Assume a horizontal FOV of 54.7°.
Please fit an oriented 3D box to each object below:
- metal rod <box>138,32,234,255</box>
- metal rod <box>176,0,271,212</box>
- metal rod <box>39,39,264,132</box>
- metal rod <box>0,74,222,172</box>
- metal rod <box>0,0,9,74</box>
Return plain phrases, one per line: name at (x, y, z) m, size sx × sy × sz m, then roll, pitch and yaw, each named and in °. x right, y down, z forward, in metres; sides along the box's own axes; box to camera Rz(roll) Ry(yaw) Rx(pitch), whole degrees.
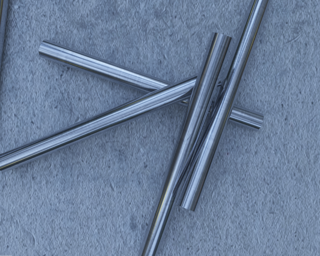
metal rod at (0.026, 0.036, 0.376) m, size 0.025 × 0.025 × 0.298 m, roll 18°, pitch 103°, yaw 0°
metal rod at (0.084, -0.044, 0.387) m, size 0.025 × 0.025 × 0.299 m, roll 21°, pitch 81°, yaw 0°
metal rod at (-0.011, -0.056, 0.409) m, size 0.301 × 0.025 × 0.025 m, roll 19°, pitch 90°, yaw 0°
metal rod at (-0.069, -0.008, 0.393) m, size 0.301 × 0.025 × 0.025 m, roll -22°, pitch 90°, yaw 6°
metal rod at (-0.228, -0.042, 0.408) m, size 0.025 × 0.025 × 0.298 m, roll 7°, pitch 90°, yaw 0°
